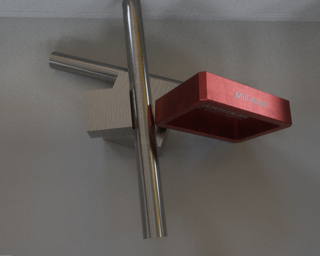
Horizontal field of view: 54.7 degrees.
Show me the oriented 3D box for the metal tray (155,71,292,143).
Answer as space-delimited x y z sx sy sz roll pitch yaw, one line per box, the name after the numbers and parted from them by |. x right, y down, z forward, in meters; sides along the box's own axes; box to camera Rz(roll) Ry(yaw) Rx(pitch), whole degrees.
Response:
0.071 -0.017 0.352 0.131 0.090 0.030 12 68 -29 | metal tray

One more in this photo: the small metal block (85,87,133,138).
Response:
-0.058 -0.018 0.361 0.050 0.025 0.050 -6 70 -3 | small metal block

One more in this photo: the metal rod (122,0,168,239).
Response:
-0.022 -0.028 0.365 0.025 0.025 0.299 -6 70 -3 | metal rod

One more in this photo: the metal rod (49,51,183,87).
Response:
-0.006 -0.061 0.431 0.302 0.025 0.025 14 71 4 | metal rod

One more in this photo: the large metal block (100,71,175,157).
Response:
-0.025 -0.017 0.401 0.080 0.050 0.080 17 71 6 | large metal block
